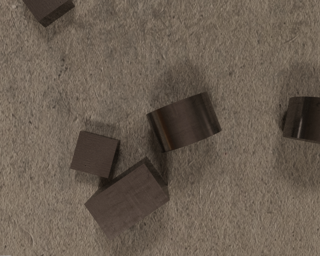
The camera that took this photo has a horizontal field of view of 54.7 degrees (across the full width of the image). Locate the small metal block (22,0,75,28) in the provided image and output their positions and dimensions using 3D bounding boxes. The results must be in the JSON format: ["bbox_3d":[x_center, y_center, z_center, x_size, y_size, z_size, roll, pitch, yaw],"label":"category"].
[{"bbox_3d":[-0.150,-0.171,0.408,0.050,0.025,0.050,-36,90,0],"label":"small metal block"}]

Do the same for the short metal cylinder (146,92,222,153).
[{"bbox_3d":[0.029,-0.007,0.383,0.080,0.080,0.050,-21,90,0],"label":"short metal cylinder"}]

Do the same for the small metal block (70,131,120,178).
[{"bbox_3d":[-0.085,0.034,0.409,0.050,0.025,0.050,15,90,-1],"label":"small metal block"}]

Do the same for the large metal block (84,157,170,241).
[{"bbox_3d":[-0.037,0.082,0.382,0.080,0.080,0.050,-34,90,0],"label":"large metal block"}]

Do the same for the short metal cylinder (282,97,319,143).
[{"bbox_3d":[0.200,-0.007,0.385,0.080,0.080,0.050,10,90,-1],"label":"short metal cylinder"}]
